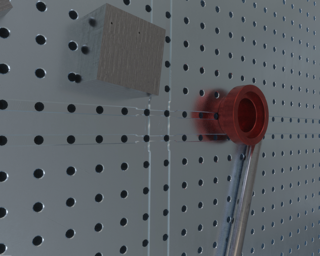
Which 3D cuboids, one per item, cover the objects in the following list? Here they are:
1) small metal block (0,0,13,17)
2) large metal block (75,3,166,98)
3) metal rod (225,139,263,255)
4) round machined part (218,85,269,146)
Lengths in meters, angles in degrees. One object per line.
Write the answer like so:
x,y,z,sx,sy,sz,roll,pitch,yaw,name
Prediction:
-0.168,-0.118,0.268,0.050,0.025,0.050,-39,114,-33,small metal block
-0.044,-0.082,0.356,0.081,0.050,0.080,10,84,-40,large metal block
0.143,0.124,0.528,0.025,0.025,0.299,24,75,-38,metal rod
0.134,-0.021,0.510,0.099,0.042,0.097,0,90,-40,round machined part
